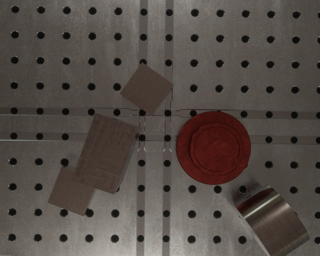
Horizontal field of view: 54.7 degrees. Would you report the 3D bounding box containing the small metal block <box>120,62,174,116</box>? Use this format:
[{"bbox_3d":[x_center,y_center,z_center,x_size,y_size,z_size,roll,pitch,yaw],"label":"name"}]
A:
[{"bbox_3d":[-0.017,-0.051,0.413,0.050,0.025,0.050,35,90,-1],"label":"small metal block"}]

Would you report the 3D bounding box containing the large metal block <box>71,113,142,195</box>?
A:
[{"bbox_3d":[-0.062,0.028,0.385,0.050,0.080,0.080,19,90,0],"label":"large metal block"}]

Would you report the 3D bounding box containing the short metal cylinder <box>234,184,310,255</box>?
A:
[{"bbox_3d":[0.137,0.118,0.388,0.050,0.080,0.080,-34,90,0],"label":"short metal cylinder"}]

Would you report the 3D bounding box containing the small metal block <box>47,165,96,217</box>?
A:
[{"bbox_3d":[-0.113,0.082,0.412,0.050,0.025,0.050,21,90,-1],"label":"small metal block"}]

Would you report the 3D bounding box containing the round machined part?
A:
[{"bbox_3d":[0.071,0.026,0.406,0.099,0.042,0.097,0,90,-1],"label":"round machined part"}]
